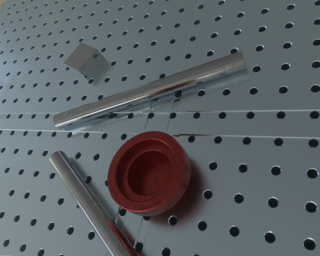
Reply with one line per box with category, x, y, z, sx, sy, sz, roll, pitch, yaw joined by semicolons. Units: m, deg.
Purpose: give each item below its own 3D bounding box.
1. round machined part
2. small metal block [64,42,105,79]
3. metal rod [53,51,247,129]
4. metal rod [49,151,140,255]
round machined part;-0.009;0.056;0.368;0.098;0.042;0.098;-13;56;21
small metal block;-0.136;-0.121;0.554;0.050;0.025;0.050;29;78;37
metal rod;-0.027;-0.049;0.452;0.301;0.025;0.025;-16;55;19
metal rod;-0.063;0.120;0.367;0.025;0.025;0.300;-46;51;-4
